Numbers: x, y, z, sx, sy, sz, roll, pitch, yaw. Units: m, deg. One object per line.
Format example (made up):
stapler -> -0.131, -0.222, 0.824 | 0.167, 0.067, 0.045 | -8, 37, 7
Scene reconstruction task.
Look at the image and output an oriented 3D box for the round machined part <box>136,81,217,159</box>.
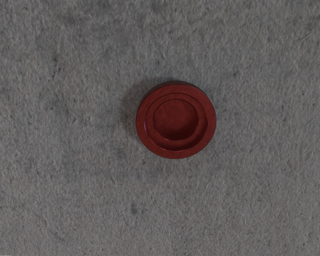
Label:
round machined part -> 0.020, -0.013, 0.396 | 0.099, 0.042, 0.097 | 0, 110, -1
